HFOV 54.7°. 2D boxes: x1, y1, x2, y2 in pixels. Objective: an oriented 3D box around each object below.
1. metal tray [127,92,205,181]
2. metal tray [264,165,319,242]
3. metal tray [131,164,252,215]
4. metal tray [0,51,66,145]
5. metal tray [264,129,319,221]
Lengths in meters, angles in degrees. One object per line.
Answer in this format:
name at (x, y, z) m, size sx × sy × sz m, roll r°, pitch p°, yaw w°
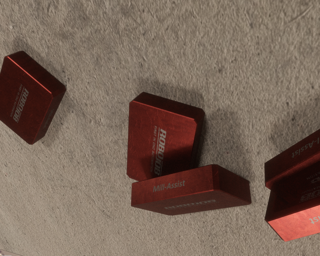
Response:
metal tray at (0.003, 0.025, 0.416) m, size 0.090 × 0.030 × 0.129 m, roll 18°, pitch 126°, yaw 17°
metal tray at (0.173, 0.055, 0.307) m, size 0.030 × 0.090 × 0.129 m, roll 49°, pitch 128°, yaw -6°
metal tray at (0.038, 0.085, 0.401) m, size 0.130 × 0.030 × 0.090 m, roll -19°, pitch 148°, yaw 34°
metal tray at (-0.209, -0.043, 0.484) m, size 0.090 × 0.030 × 0.129 m, roll 40°, pitch 129°, yaw 0°
metal tray at (0.184, 0.040, 0.311) m, size 0.090 × 0.030 × 0.129 m, roll 34°, pitch 130°, yaw -13°
